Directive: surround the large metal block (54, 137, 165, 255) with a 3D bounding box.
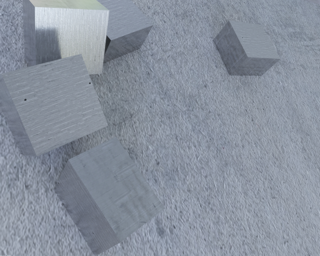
[{"bbox_3d":[-0.053,0.068,0.299,0.050,0.080,0.080,-28,77,-37],"label":"large metal block"}]

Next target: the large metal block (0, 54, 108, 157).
[{"bbox_3d":[-0.113,-0.024,0.322,0.081,0.050,0.080,-27,104,-37],"label":"large metal block"}]

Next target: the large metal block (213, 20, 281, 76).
[{"bbox_3d":[0.155,-0.142,0.557,0.081,0.050,0.080,-5,64,-31],"label":"large metal block"}]

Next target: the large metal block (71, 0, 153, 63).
[{"bbox_3d":[-0.072,-0.147,0.439,0.081,0.050,0.080,-35,81,-38],"label":"large metal block"}]

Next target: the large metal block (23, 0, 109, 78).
[{"bbox_3d":[-0.112,-0.109,0.366,0.081,0.079,0.050,-11,42,-33],"label":"large metal block"}]
